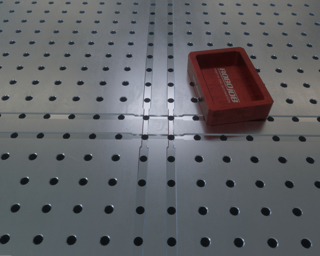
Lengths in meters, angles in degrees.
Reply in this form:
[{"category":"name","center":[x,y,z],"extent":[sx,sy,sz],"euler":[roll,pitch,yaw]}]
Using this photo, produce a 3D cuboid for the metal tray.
[{"category":"metal tray","center":[0.099,-0.066,0.460],"extent":[0.091,0.030,0.130],"euler":[-7,50,-6]}]
